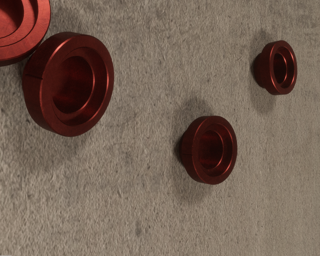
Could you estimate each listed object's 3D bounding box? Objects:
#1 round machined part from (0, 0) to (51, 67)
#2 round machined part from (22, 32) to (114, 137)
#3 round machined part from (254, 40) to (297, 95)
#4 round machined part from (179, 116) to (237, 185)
[{"bbox_3d":[-0.148,-0.099,0.262,0.099,0.042,0.097,4,83,-30],"label":"round machined part"},{"bbox_3d":[-0.092,-0.044,0.301,0.099,0.042,0.097,-43,142,-47],"label":"round machined part"},{"bbox_3d":[0.211,-0.109,0.574,0.099,0.042,0.097,0,90,-40],"label":"round machined part"},{"bbox_3d":[0.066,0.031,0.452,0.099,0.042,0.097,0,90,-40],"label":"round machined part"}]
